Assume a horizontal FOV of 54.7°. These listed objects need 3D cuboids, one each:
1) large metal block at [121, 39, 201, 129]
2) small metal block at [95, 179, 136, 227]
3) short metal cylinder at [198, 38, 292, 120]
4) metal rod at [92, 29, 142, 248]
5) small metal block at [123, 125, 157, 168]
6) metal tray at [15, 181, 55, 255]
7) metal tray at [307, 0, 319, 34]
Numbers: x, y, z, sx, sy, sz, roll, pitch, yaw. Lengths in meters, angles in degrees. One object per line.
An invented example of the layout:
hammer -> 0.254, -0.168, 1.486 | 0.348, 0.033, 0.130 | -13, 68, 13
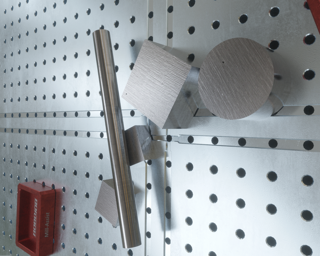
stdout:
large metal block -> 0.008, -0.054, 0.387 | 0.080, 0.050, 0.079 | 39, 114, 33
small metal block -> -0.068, 0.111, 0.466 | 0.050, 0.025, 0.050 | 27, 107, 36
short metal cylinder -> 0.087, -0.048, 0.321 | 0.080, 0.050, 0.080 | 0, 90, 40
metal rod -> -0.061, 0.008, 0.427 | 0.025, 0.025, 0.298 | -17, 79, 39
small metal block -> -0.037, 0.028, 0.440 | 0.050, 0.025, 0.050 | -26, 74, 37
metal tray -> -0.246, 0.178, 0.609 | 0.090, 0.030, 0.129 | 6, 94, 39
metal tray -> 0.194, -0.113, 0.245 | 0.130, 0.030, 0.090 | -23, 76, 37
